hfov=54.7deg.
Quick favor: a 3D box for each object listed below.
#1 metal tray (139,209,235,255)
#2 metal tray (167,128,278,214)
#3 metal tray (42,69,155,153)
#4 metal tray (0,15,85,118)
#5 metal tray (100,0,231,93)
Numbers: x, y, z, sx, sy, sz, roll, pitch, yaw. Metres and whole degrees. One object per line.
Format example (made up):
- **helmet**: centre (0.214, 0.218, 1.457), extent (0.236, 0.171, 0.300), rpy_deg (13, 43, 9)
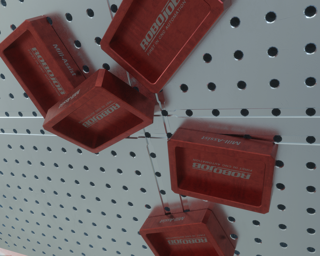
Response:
- **metal tray**: centre (0.041, 0.181, 0.497), extent (0.130, 0.030, 0.090), rpy_deg (-20, 108, 35)
- **metal tray**: centre (0.078, 0.054, 0.399), extent (0.130, 0.030, 0.089), rpy_deg (8, 122, 23)
- **metal tray**: centre (-0.082, -0.016, 0.413), extent (0.130, 0.030, 0.090), rpy_deg (-27, 134, 37)
- **metal tray**: centre (-0.163, -0.079, 0.442), extent (0.090, 0.030, 0.130), rpy_deg (-20, 108, 35)
- **metal tray**: centre (0.000, -0.111, 0.337), extent (0.090, 0.030, 0.129), rpy_deg (41, 129, -1)
